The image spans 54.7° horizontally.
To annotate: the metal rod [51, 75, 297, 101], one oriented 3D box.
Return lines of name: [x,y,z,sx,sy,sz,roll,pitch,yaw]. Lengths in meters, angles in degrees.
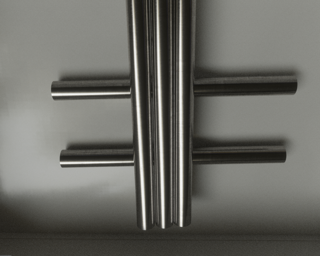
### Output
metal rod: [0.018,-0.051,0.392,0.302,0.025,0.025,-1,110,0]

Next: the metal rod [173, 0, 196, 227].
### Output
metal rod: [0.028,-0.010,0.379,0.025,0.025,0.298,-1,110,0]

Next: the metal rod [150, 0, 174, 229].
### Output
metal rod: [0.004,-0.008,0.379,0.025,0.025,0.298,-1,110,0]

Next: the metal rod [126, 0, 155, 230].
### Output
metal rod: [-0.022,-0.006,0.380,0.025,0.025,0.298,-1,110,0]

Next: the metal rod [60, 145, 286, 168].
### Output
metal rod: [0.018,0.039,0.425,0.302,0.025,0.025,-1,110,0]
